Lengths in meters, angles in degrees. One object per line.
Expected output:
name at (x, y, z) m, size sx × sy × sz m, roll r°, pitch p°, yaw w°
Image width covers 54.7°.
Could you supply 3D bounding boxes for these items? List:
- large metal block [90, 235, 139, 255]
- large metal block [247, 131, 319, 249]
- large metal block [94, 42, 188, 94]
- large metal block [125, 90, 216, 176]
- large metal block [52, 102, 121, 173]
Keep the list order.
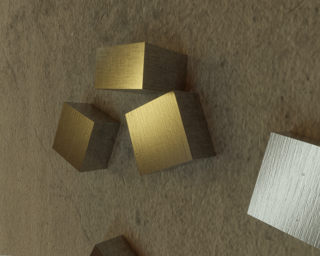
large metal block at (-0.064, 0.216, 0.439) m, size 0.080 × 0.050 × 0.079 m, roll 40°, pitch 114°, yaw 32°
large metal block at (0.136, 0.053, 0.276) m, size 0.080 × 0.050 × 0.079 m, roll 21°, pitch 103°, yaw 37°
large metal block at (-0.023, -0.070, 0.386) m, size 0.080 × 0.081 × 0.050 m, roll 6°, pitch 94°, yaw 39°
large metal block at (0.011, 0.008, 0.378) m, size 0.080 × 0.050 × 0.080 m, roll -23°, pitch 76°, yaw 37°
large metal block at (-0.116, 0.012, 0.481) m, size 0.080 × 0.050 × 0.079 m, roll 30°, pitch 109°, yaw 35°
